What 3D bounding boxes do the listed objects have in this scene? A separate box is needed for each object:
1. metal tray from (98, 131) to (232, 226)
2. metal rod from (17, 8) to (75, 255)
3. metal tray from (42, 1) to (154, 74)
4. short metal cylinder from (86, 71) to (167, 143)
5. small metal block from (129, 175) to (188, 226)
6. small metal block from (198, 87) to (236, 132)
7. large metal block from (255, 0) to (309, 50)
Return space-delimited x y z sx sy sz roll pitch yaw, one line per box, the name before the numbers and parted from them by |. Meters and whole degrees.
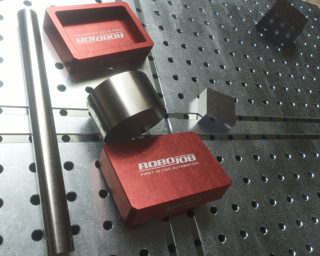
metal tray | 0.006 0.051 0.360 0.131 0.030 0.090 -7 47 -31
metal rod | -0.132 -0.015 0.345 0.025 0.025 0.299 -3 63 -30
metal tray | -0.084 -0.132 0.439 0.131 0.030 0.090 -22 74 -36
short metal cylinder | -0.039 -0.023 0.365 0.081 0.080 0.050 -18 71 -35
small metal block | 0.000 0.077 0.361 0.050 0.025 0.050 -21 73 -36
small metal block | 0.086 -0.028 0.471 0.050 0.025 0.050 18 55 -18
large metal block | 0.266 -0.230 0.676 0.080 0.050 0.080 40 51 -1
